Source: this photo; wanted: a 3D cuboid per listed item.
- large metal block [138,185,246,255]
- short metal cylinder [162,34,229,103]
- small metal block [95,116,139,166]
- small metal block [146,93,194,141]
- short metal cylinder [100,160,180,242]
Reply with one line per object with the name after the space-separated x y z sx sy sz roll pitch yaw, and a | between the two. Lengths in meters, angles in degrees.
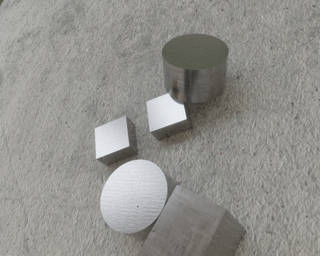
0.031 0.110 0.285 0.050 0.080 0.080 21 73 36 | large metal block
0.044 -0.077 0.394 0.080 0.050 0.080 -2 46 3 | short metal cylinder
-0.060 0.018 0.425 0.050 0.025 0.050 -22 54 15 | small metal block
0.012 -0.017 0.408 0.050 0.025 0.050 -20 54 16 | small metal block
-0.018 0.082 0.347 0.080 0.050 0.080 -13 56 21 | short metal cylinder
